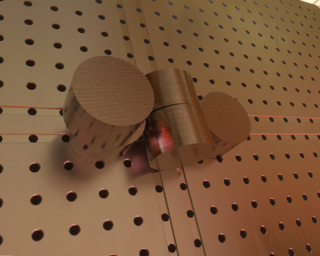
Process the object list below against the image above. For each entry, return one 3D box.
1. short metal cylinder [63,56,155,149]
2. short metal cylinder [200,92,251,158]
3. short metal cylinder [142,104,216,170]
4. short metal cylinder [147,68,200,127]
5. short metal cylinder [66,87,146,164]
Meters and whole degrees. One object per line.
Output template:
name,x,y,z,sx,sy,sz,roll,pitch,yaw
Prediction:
short metal cylinder,-0.053,-0.025,0.313,0.081,0.050,0.080,14,56,-21
short metal cylinder,0.079,-0.004,0.436,0.081,0.050,0.080,14,56,-21
short metal cylinder,0.021,0.013,0.376,0.081,0.080,0.050,-1,63,-29
short metal cylinder,0.009,-0.032,0.397,0.081,0.080,0.050,1,62,-28
short metal cylinder,-0.063,-0.004,0.360,0.081,0.050,0.080,14,56,-21
